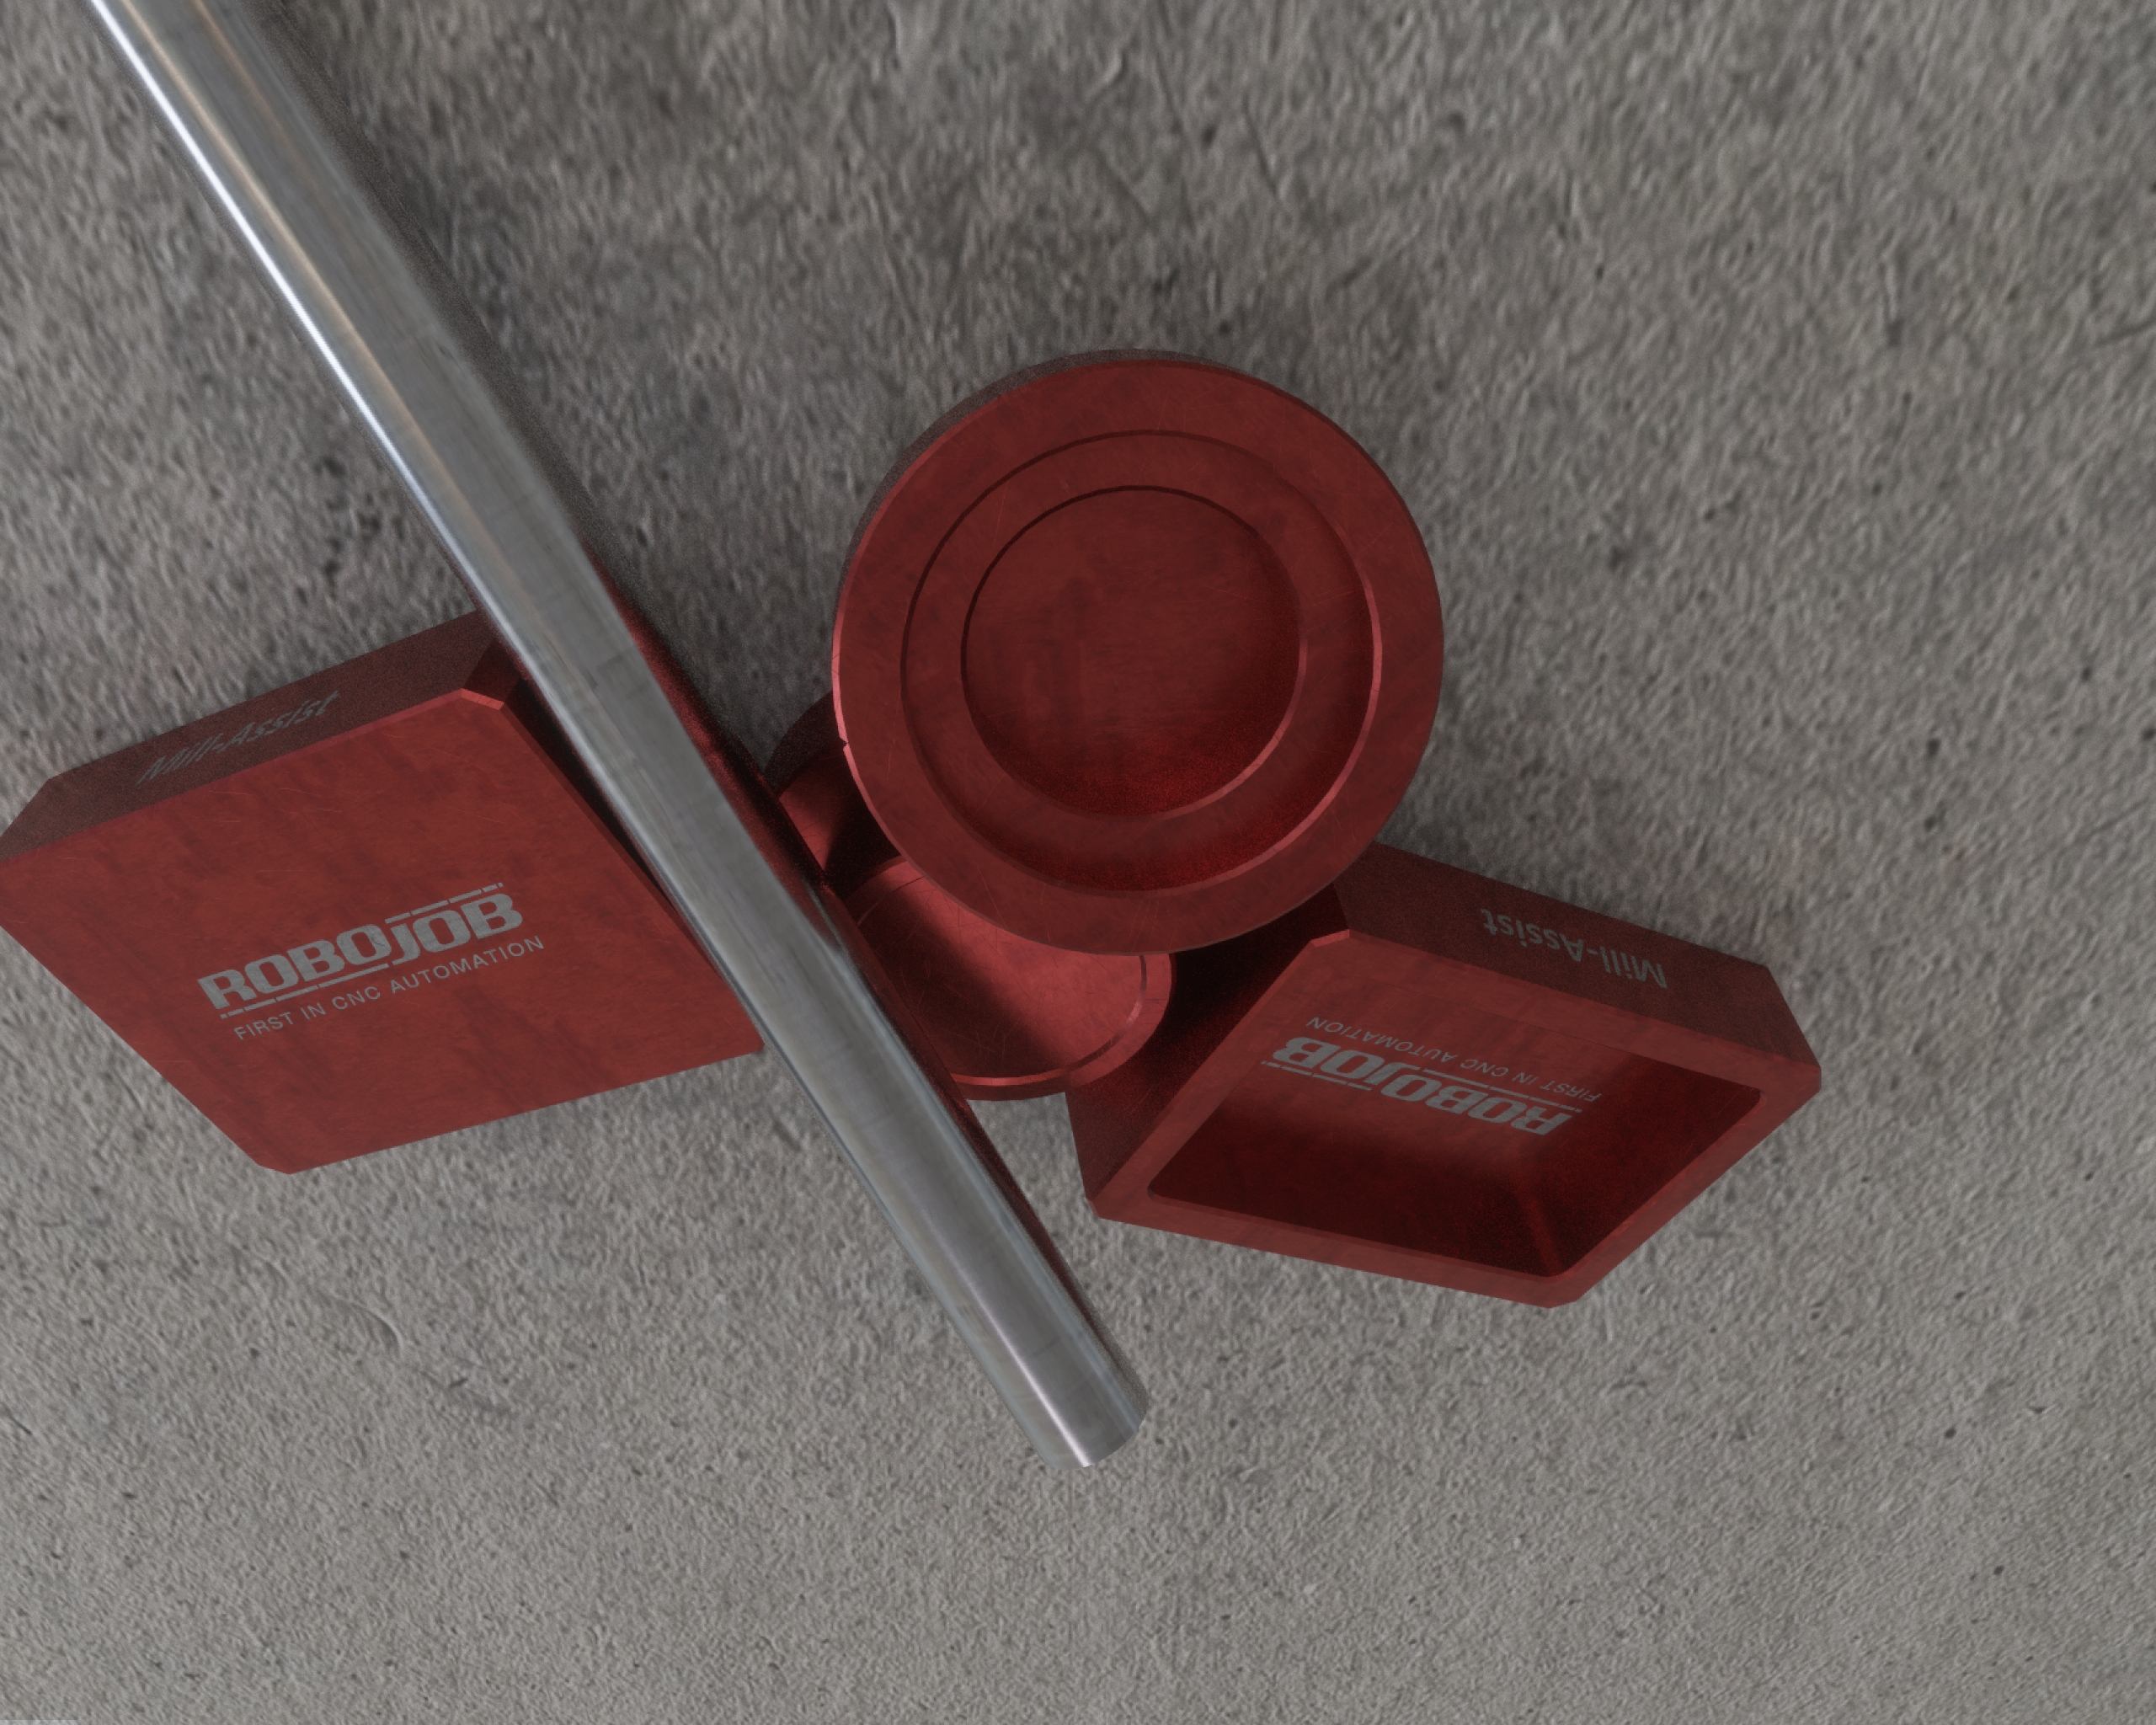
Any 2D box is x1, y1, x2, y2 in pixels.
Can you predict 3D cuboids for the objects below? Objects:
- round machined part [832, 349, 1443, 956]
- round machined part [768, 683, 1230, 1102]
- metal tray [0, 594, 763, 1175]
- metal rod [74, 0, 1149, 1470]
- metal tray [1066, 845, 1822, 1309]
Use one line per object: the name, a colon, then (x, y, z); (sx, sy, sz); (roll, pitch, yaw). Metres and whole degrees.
round machined part: (0.008, -0.037, 0.352); (0.099, 0.042, 0.097); (-2, 109, -6)
round machined part: (-0.016, 0.009, 0.405); (0.099, 0.042, 0.097); (0, 130, 0)
metal tray: (-0.130, 0.009, 0.398); (0.130, 0.030, 0.090); (-16, 126, 24)
metal rod: (-0.065, -0.009, 0.357); (0.025, 0.025, 0.299); (-22, 114, 17)
metal tray: (0.075, 0.047, 0.432); (0.131, 0.030, 0.089); (16, 129, -27)
